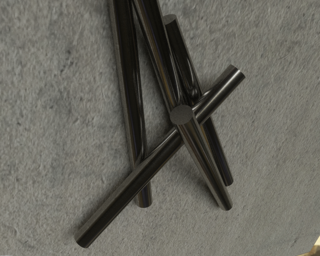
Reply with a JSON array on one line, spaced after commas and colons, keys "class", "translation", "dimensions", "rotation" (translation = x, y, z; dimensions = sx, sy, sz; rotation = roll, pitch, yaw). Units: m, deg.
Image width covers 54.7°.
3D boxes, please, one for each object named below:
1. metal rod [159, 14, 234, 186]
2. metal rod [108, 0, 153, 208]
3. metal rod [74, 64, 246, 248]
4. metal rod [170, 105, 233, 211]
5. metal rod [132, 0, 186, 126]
[{"class": "metal rod", "translation": [0.059, -0.014, 0.432], "dimensions": [0.025, 0.025, 0.299], "rotation": [-33, 129, -7]}, {"class": "metal rod", "translation": [-0.032, -0.014, 0.382], "dimensions": [0.025, 0.025, 0.298], "rotation": [-17, 126, -19]}, {"class": "metal rod", "translation": [-0.005, 0.041, 0.396], "dimensions": [0.299, 0.025, 0.025], "rotation": [-48, 130, 7]}, {"class": "metal rod", "translation": [0.071, 0.062, 0.442], "dimensions": [0.025, 0.025, 0.300], "rotation": [-37, 143, -4]}, {"class": "metal rod", "translation": [-0.006, -0.100, 0.322], "dimensions": [0.025, 0.025, 0.299], "rotation": [-30, 135, -10]}]
